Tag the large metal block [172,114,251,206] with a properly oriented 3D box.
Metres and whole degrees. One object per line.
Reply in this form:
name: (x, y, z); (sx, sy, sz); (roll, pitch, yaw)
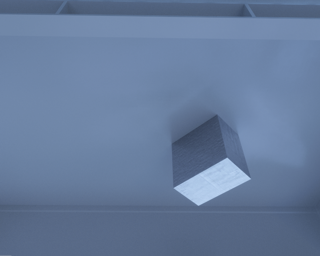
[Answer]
large metal block: (0.063, 0.042, 0.409); (0.080, 0.080, 0.050); (-35, 122, 26)
